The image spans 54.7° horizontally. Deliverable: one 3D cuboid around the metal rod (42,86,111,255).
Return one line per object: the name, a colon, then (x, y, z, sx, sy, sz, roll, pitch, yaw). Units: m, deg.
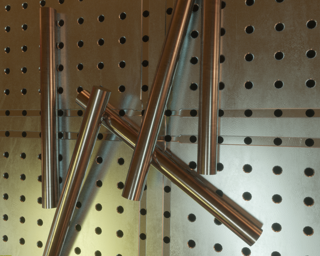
metal rod: (-0.125, 0.085, 0.439, 0.025, 0.025, 0.298, 24, 104, 18)

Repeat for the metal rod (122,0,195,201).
metal rod: (0.003, -0.056, 0.393, 0.025, 0.025, 0.298, 15, 88, 19)

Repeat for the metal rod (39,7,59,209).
metal rod: (-0.168, -0.030, 0.469, 0.025, 0.025, 0.298, -1, 90, 19)

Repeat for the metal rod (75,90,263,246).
metal rod: (0.001, 0.043, 0.411, 0.300, 0.025, 0.025, 38, 102, 15)

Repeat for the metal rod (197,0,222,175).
metal rod: (0.063, -0.092, 0.389, 0.025, 0.025, 0.298, 2, 91, 19)
